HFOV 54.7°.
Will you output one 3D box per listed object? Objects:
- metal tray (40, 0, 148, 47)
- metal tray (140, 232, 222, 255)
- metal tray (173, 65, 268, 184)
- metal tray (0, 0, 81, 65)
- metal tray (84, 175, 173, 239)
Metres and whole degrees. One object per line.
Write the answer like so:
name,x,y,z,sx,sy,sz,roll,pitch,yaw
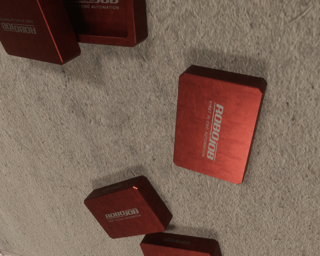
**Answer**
metal tray,-0.082,-0.145,0.354,0.130,0.030,0.089,11,123,22
metal tray,0.039,0.222,0.519,0.130,0.030,0.089,-3,117,29
metal tray,0.066,-0.002,0.367,0.090,0.030,0.129,15,125,19
metal tray,-0.162,-0.131,0.378,0.130,0.030,0.089,17,135,35
metal tray,-0.055,0.135,0.514,0.130,0.030,0.090,-22,107,36
